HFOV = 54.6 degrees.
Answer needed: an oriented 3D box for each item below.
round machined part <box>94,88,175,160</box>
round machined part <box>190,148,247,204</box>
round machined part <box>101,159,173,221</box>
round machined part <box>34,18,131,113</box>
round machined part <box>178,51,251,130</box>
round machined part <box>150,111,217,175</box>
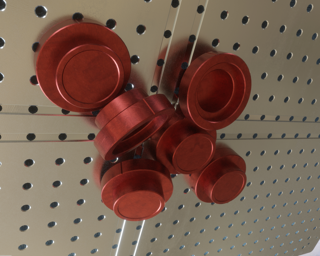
[{"bbox_3d":[-0.034,-0.009,0.355,0.098,0.042,0.098,-35,169,-8],"label":"round machined part"},{"bbox_3d":[0.102,0.085,0.507,0.099,0.042,0.097,-14,124,-21],"label":"round machined part"},{"bbox_3d":[-0.030,0.090,0.421,0.099,0.042,0.097,-6,132,-7],"label":"round machined part"},{"bbox_3d":[-0.076,-0.059,0.322,0.099,0.042,0.097,-14,124,-21],"label":"round machined part"},{"bbox_3d":[0.066,-0.050,0.398,0.099,0.042,0.097,-11,115,-26],"label":"round machined part"},{"bbox_3d":[0.039,0.026,0.437,0.099,0.042,0.097,-14,124,-21],"label":"round machined part"}]
